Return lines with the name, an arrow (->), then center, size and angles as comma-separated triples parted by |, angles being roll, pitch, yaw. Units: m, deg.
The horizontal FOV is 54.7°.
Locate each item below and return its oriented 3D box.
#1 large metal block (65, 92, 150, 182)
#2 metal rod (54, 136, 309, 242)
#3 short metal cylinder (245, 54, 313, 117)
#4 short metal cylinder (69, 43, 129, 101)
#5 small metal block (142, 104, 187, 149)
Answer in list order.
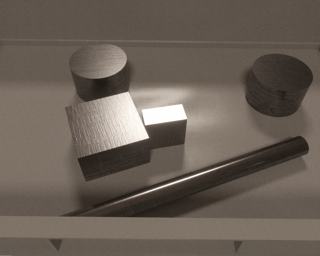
large metal block -> -0.064, 0.009, 0.381 | 0.081, 0.050, 0.080 | -16, 52, -13
metal rod -> 0.037, 0.063, 0.352 | 0.302, 0.025, 0.025 | -16, 52, -14
short metal cylinder -> 0.168, -0.062, 0.443 | 0.081, 0.050, 0.080 | 0, 50, 0
short metal cylinder -> -0.087, -0.080, 0.455 | 0.081, 0.050, 0.080 | 0, 50, 0
small metal block -> 0.005, 0.000, 0.389 | 0.050, 0.050, 0.025 | -9, 51, -8
